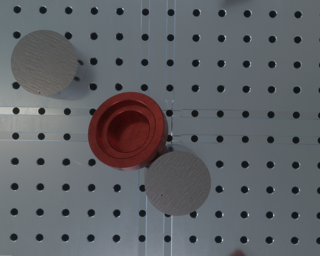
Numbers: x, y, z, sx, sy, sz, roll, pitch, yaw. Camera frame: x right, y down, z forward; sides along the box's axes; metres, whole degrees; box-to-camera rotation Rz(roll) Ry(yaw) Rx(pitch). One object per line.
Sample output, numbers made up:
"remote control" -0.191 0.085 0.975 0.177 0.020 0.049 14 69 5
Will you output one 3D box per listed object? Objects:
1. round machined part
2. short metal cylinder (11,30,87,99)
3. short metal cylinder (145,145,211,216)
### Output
"round machined part" -0.037 0.007 0.393 0.098 0.042 0.098 -5 69 14
"short metal cylinder" -0.140 -0.079 0.400 0.081 0.050 0.079 0 90 0
"short metal cylinder" 0.020 0.065 0.397 0.081 0.050 0.079 0 95 -4
